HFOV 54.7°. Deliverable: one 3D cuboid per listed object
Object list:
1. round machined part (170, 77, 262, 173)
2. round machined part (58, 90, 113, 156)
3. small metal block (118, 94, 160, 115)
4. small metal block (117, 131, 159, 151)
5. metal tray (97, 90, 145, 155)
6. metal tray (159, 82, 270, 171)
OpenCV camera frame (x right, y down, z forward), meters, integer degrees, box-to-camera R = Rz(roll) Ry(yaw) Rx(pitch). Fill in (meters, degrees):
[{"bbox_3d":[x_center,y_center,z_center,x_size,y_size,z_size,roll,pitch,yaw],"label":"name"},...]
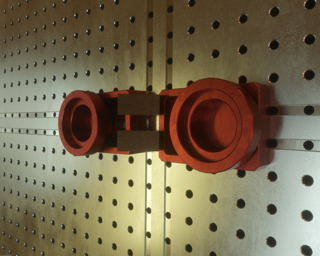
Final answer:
[{"bbox_3d":[0.061,-0.003,0.331,0.098,0.042,0.097,0,90,40],"label":"round machined part"},{"bbox_3d":[-0.110,-0.007,0.473,0.098,0.042,0.097,0,90,40],"label":"round machined part"},{"bbox_3d":[-0.028,-0.029,0.398,0.050,0.050,0.025,-172,82,-84],"label":"small metal block"},{"bbox_3d":[-0.028,0.015,0.397,0.050,0.050,0.025,-172,82,-84],"label":"small metal block"},{"bbox_3d":[-0.081,-0.008,0.474,0.130,0.030,0.089,-1,92,40],"label":"metal tray"},{"bbox_3d":[0.058,-0.002,0.359,0.130,0.030,0.089,1,91,40],"label":"metal tray"}]
